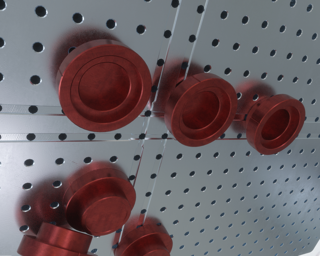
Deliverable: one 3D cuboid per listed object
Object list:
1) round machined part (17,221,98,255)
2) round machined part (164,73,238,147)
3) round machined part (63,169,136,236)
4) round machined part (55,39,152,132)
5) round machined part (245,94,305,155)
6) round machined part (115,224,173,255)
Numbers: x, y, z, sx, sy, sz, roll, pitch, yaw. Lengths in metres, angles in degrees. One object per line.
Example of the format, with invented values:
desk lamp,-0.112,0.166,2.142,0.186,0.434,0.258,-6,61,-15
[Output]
round machined part,-0.126,0.151,0.401,0.098,0.098,0.042,35,62,-39
round machined part,0.050,-0.027,0.410,0.099,0.042,0.097,-14,124,-21
round machined part,-0.078,0.107,0.423,0.099,0.042,0.097,-14,124,-21
round machined part,-0.062,-0.048,0.336,0.099,0.042,0.097,-14,124,-21
round machined part,0.175,-0.009,0.489,0.099,0.042,0.097,-14,124,-21
round machined part,-0.022,0.213,0.519,0.099,0.042,0.097,-14,124,-21
